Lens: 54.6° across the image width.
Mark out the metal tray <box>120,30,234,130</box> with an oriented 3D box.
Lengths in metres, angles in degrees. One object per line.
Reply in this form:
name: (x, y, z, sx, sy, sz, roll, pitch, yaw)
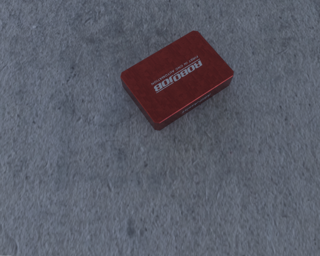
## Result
metal tray: (0.023, -0.068, 0.430, 0.131, 0.030, 0.090, -33, 73, -11)
